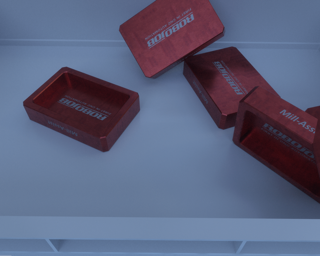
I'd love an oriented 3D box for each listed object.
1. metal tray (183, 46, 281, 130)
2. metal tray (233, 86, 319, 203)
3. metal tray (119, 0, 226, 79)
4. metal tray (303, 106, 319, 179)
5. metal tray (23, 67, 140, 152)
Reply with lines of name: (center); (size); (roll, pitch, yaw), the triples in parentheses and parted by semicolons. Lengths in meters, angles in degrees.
metal tray: (0.101, -0.064, 0.457); (0.091, 0.030, 0.130); (-16, 52, -14)
metal tray: (0.146, 0.020, 0.345); (0.130, 0.090, 0.030); (38, 68, 27)
metal tray: (0.017, -0.142, 0.453); (0.130, 0.030, 0.090); (-30, 88, 15)
metal tray: (0.209, 0.009, 0.280); (0.130, 0.030, 0.090); (-13, 45, 23)
metal tray: (-0.105, -0.030, 0.425); (0.130, 0.030, 0.090); (22, 53, 17)
